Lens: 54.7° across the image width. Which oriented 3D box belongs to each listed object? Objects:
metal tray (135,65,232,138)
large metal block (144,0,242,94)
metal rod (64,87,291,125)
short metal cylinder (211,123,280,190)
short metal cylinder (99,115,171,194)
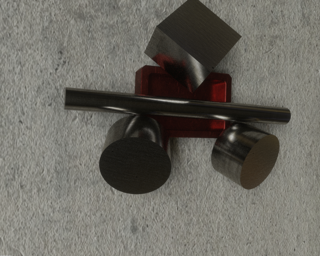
[{"bbox_3d":[0.032,-0.032,0.420,0.131,0.030,0.089,2,89,-20],"label":"metal tray"},{"bbox_3d":[0.041,-0.105,0.389,0.080,0.050,0.080,41,60,0],"label":"large metal block"},{"bbox_3d":[0.037,-0.025,0.392,0.302,0.025,0.025,3,89,-20],"label":"metal rod"},{"bbox_3d":[0.117,0.036,0.423,0.081,0.050,0.079,-20,123,-33],"label":"short metal cylinder"},{"bbox_3d":[-0.027,0.031,0.367,0.081,0.050,0.079,0,120,0],"label":"short metal cylinder"}]
